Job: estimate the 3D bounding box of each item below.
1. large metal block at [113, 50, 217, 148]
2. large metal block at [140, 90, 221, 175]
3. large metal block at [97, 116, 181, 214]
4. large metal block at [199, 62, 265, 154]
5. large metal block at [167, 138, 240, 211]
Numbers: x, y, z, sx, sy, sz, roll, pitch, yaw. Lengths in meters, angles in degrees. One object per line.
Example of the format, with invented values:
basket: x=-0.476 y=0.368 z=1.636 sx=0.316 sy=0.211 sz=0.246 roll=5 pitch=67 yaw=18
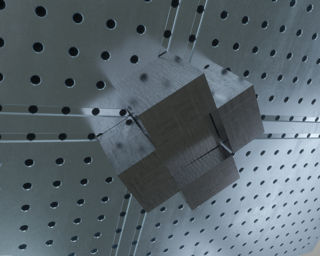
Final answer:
large metal block: x=0.004 y=-0.036 z=0.355 sx=0.080 sy=0.080 sz=0.050 roll=-33 pitch=129 yaw=-6
large metal block: x=0.023 y=0.002 z=0.407 sx=0.080 sy=0.050 sz=0.080 roll=-32 pitch=127 yaw=-5
large metal block: x=-0.027 y=0.045 z=0.388 sx=0.050 sy=0.080 sz=0.080 roll=-34 pitch=129 yaw=-6
large metal block: x=0.083 y=-0.027 z=0.403 sx=0.050 sy=0.080 sz=0.080 roll=-34 pitch=129 yaw=-6
large metal block: x=0.051 y=0.054 z=0.437 sx=0.080 sy=0.080 sz=0.050 roll=-32 pitch=129 yaw=-7
